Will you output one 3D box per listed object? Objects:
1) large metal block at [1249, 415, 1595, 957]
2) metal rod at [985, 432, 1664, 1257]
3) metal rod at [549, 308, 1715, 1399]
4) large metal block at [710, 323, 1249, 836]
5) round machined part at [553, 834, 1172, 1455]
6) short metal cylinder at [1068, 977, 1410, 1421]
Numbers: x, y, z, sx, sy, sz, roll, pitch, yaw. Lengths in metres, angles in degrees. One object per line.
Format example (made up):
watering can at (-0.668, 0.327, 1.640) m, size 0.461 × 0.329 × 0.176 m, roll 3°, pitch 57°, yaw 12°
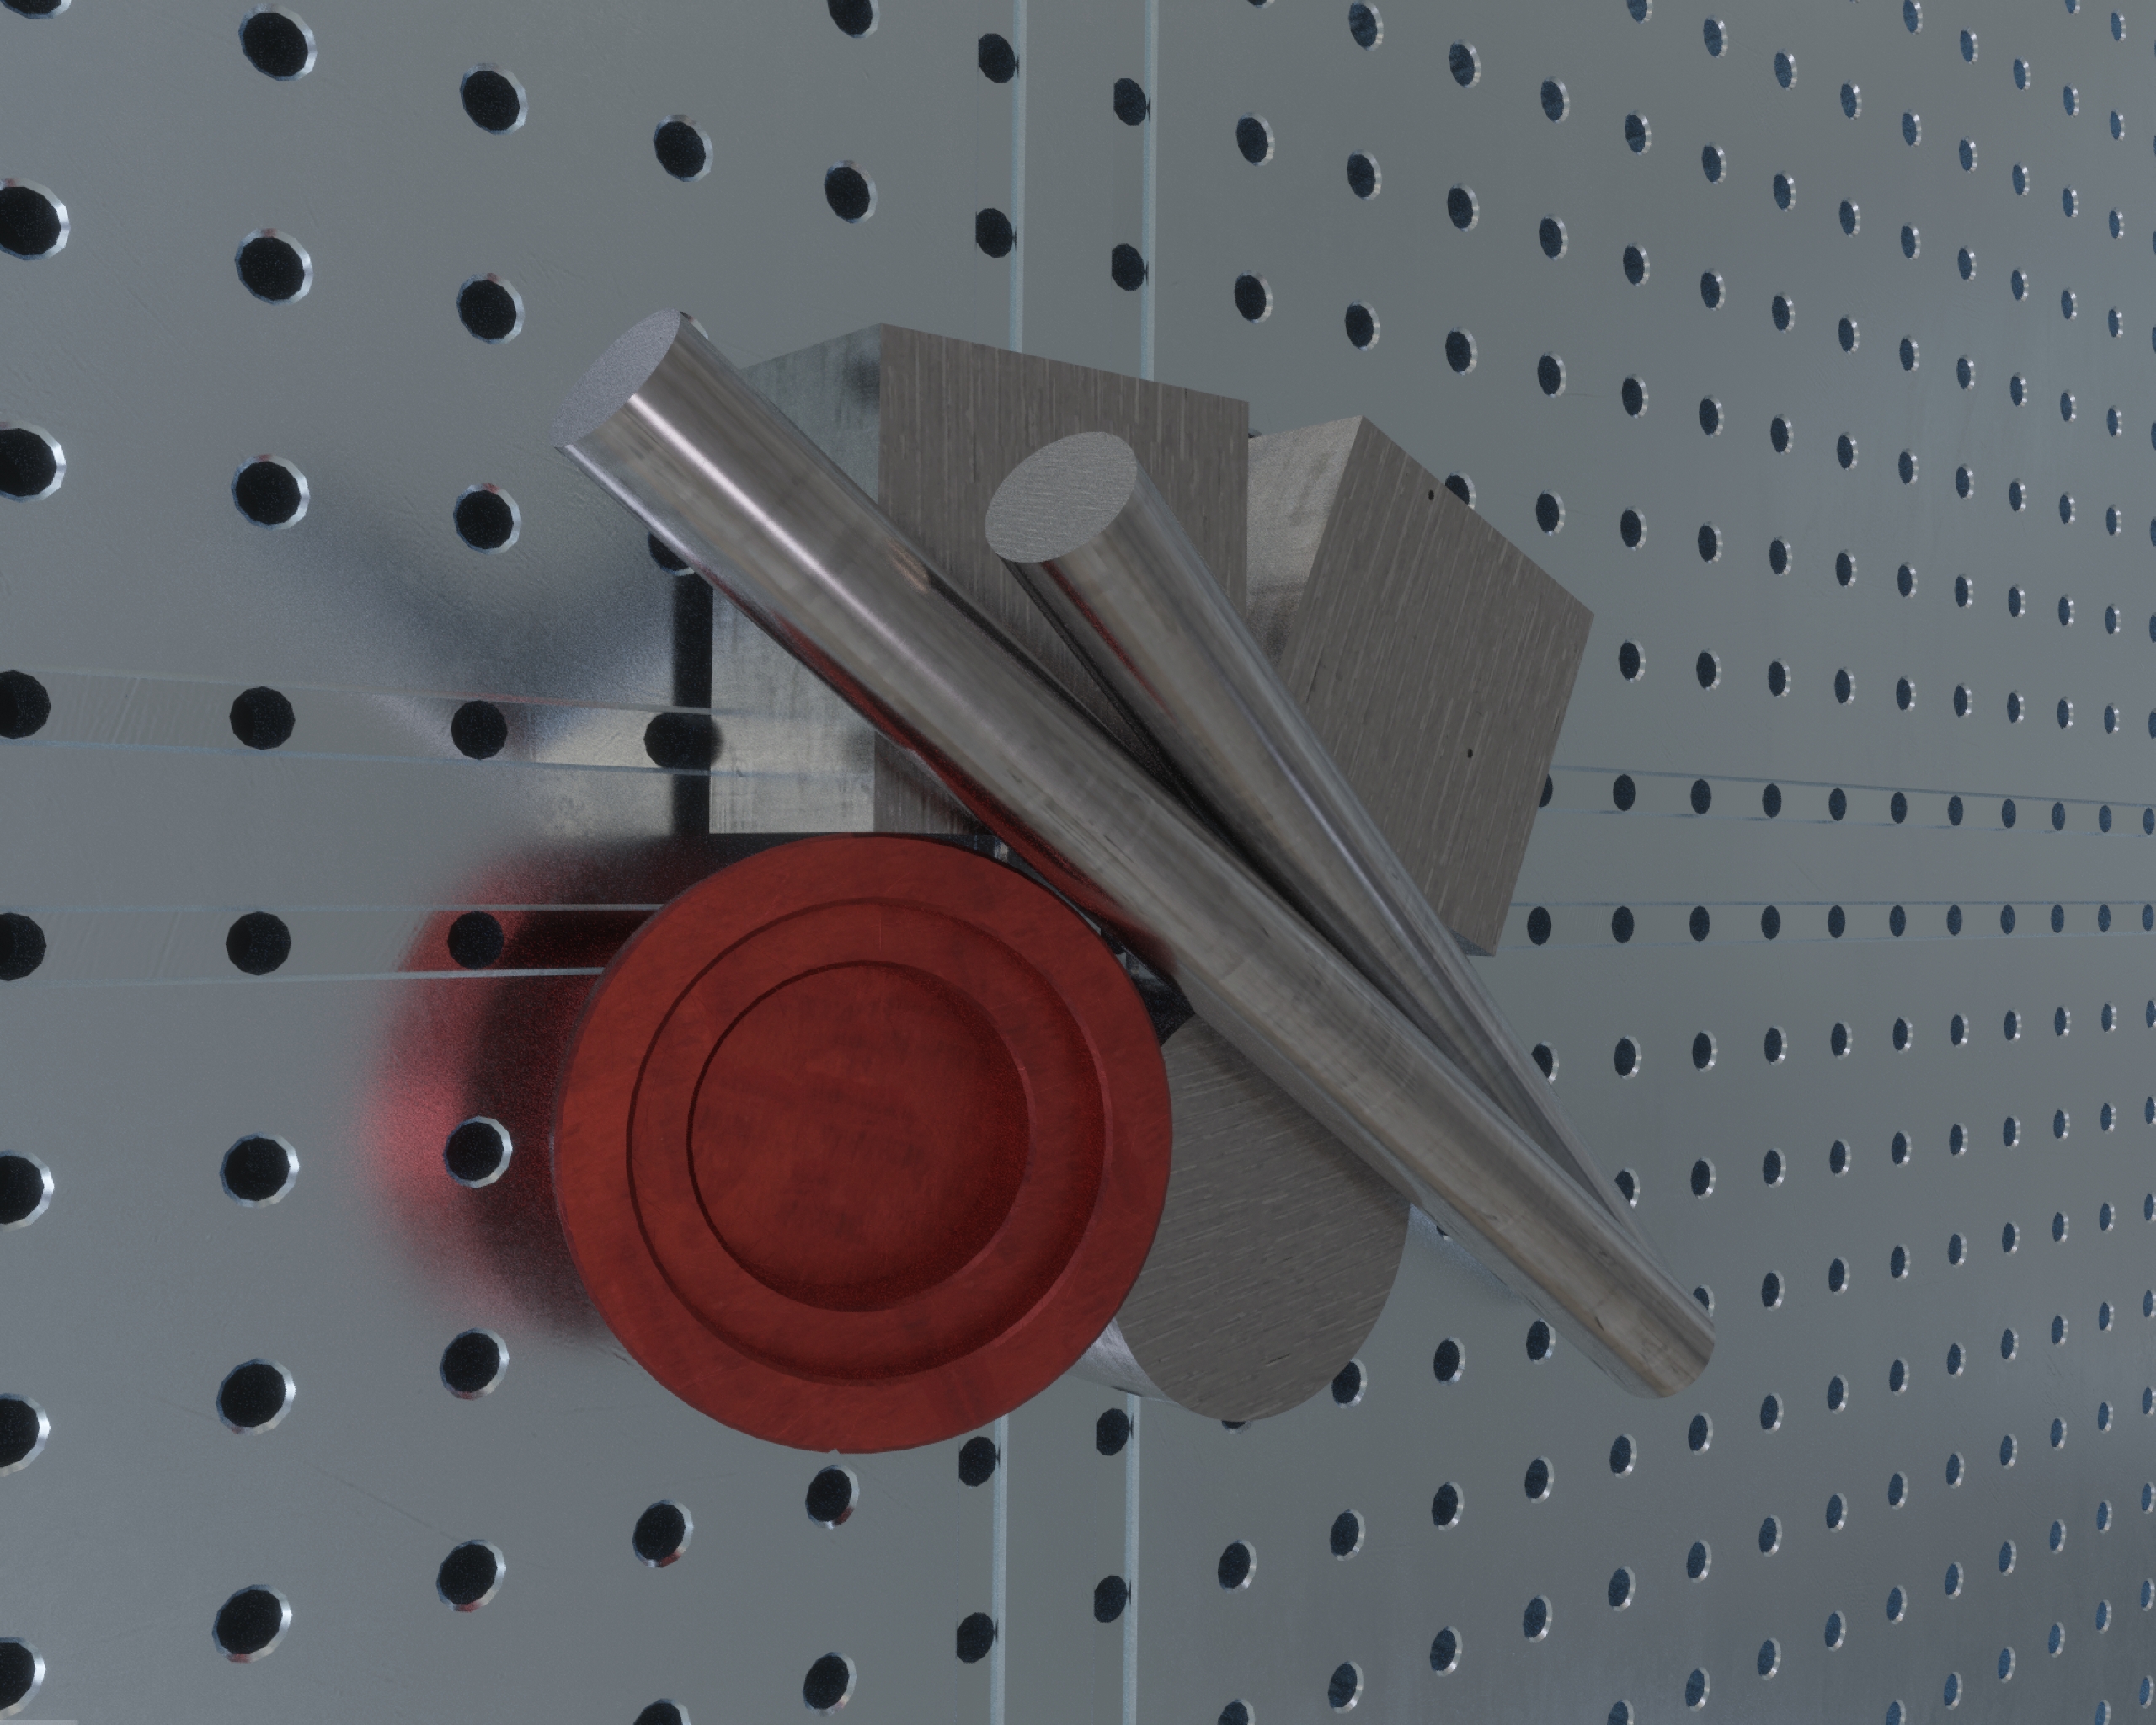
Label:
large metal block at (0.054, -0.033, 0.432) m, size 0.080 × 0.050 × 0.080 m, roll 31°, pitch 71°, yaw -36°
metal rod at (0.067, 0.026, 0.412) m, size 0.300 × 0.025 × 0.025 m, roll 49°, pitch 60°, yaw -45°
metal rod at (0.031, 0.019, 0.364) m, size 0.300 × 0.025 × 0.025 m, roll 42°, pitch 65°, yaw -33°
large metal block at (-0.017, -0.044, 0.370) m, size 0.081 × 0.050 × 0.079 m, roll 1°, pitch 90°, yaw -40°
round machined part at (-0.037, 0.045, 0.348) m, size 0.099 × 0.042 × 0.097 m, roll 1°, pitch 87°, yaw -17°
short metal cylinder at (0.019, 0.062, 0.403) m, size 0.081 × 0.050 × 0.079 m, roll 0°, pitch 90°, yaw -40°
